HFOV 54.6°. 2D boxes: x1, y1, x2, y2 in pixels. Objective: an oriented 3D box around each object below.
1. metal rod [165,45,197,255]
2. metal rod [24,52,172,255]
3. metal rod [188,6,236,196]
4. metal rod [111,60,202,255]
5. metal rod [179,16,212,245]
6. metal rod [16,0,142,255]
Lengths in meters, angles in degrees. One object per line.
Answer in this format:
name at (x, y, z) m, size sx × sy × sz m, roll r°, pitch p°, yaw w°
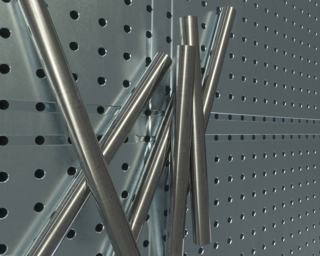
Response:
metal rod at (0.025, 0.047, 0.401) m, size 0.025 × 0.025 × 0.298 m, roll -5°, pitch 102°, yaw -40°
metal rod at (-0.064, 0.029, 0.354) m, size 0.025 × 0.025 × 0.300 m, roll 44°, pitch 64°, yaw -31°
metal rod at (0.070, -0.048, 0.465) m, size 0.025 × 0.025 × 0.299 m, roll 26°, pitch 74°, yaw -37°
metal rod at (-0.002, 0.036, 0.406) m, size 0.025 × 0.025 × 0.300 m, roll 32°, pitch 70°, yaw -35°
metal rod at (0.047, 0.006, 0.413) m, size 0.025 × 0.025 × 0.298 m, roll -7°, pitch 95°, yaw -40°
metal rod at (-0.079, 0.007, 0.316) m, size 0.025 × 0.025 × 0.299 m, roll -24°, pitch 98°, yaw -37°
